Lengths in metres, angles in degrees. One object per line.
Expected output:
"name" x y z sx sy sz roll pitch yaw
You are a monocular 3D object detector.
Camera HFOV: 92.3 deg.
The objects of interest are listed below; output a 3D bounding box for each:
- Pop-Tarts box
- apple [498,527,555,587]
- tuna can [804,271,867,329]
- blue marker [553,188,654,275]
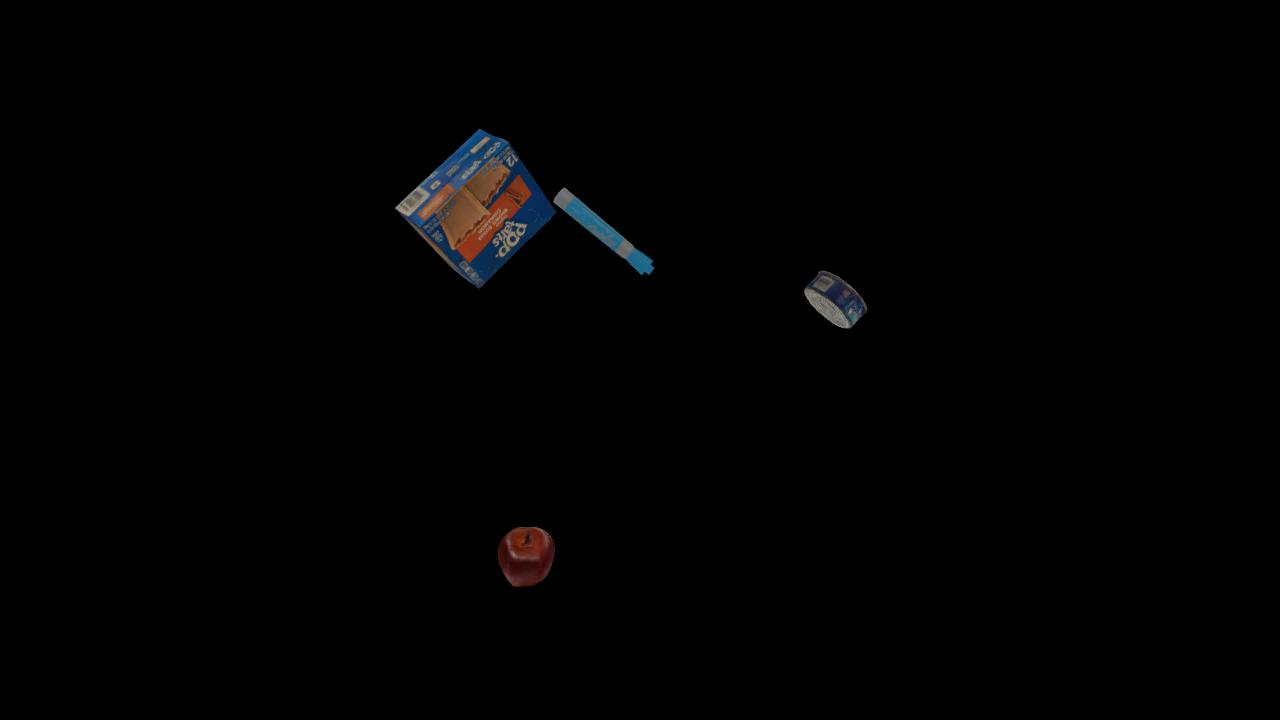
"Pop-Tarts box" -0.230 -0.214 0.882 0.083 0.167 0.141 37 -11 36
"apple" -0.156 0.270 0.847 0.079 0.093 0.079 8 37 -6
"tuna can" 0.267 -0.082 0.844 0.084 0.034 0.084 43 -1 1
"blue marker" -0.035 -0.128 0.622 0.121 0.020 0.020 39 -5 -6
